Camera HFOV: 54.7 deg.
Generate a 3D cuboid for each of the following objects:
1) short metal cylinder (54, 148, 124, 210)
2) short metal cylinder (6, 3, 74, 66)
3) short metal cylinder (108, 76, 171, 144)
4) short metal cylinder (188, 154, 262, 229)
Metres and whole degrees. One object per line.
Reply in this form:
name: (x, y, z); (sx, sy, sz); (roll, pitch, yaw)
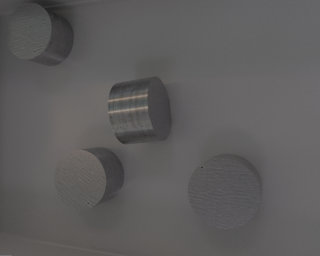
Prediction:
short metal cylinder: (-0.098, 0.068, 0.432); (0.080, 0.050, 0.080); (0, 90, 20)
short metal cylinder: (-0.177, -0.136, 0.460); (0.080, 0.050, 0.080); (0, 90, 20)
short metal cylinder: (-0.023, -0.021, 0.389); (0.050, 0.080, 0.080); (-7, 88, 20)
short metal cylinder: (0.079, 0.073, 0.369); (0.080, 0.050, 0.080); (0, 90, 20)
